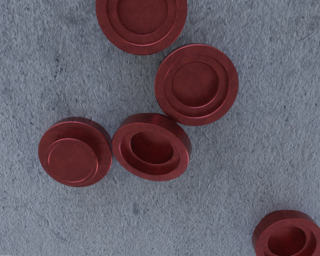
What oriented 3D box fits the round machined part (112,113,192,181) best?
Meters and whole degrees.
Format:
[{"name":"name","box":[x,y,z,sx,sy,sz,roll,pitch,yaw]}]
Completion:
[{"name":"round machined part","box":[-0.008,0.019,0.395,0.098,0.042,0.097,9,131,11]}]

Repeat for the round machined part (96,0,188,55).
[{"name":"round machined part","box":[-0.020,-0.135,0.351,0.099,0.042,0.097,0,110,0]}]

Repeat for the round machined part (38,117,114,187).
[{"name":"round machined part","box":[-0.113,0.037,0.413,0.099,0.042,0.097,0,110,0]}]

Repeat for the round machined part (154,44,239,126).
[{"name":"round machined part","box":[0.043,-0.055,0.381,0.099,0.042,0.097,0,110,0]}]

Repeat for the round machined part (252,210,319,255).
[{"name":"round machined part","box":[0.186,0.163,0.462,0.099,0.042,0.097,0,110,0]}]
